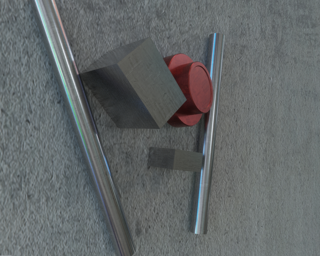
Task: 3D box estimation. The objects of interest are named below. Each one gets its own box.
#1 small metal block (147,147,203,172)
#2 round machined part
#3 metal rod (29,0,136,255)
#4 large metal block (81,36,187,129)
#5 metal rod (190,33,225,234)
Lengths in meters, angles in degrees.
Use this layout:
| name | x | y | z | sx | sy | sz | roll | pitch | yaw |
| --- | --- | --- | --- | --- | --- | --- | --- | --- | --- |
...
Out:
| name | x | y | z | sx | sy | sz | roll | pitch | yaw |
| --- | --- | --- | --- | --- | --- | --- | --- | --- | --- |
| small metal block | 0.020 | 0.041 | 0.407 | 0.050 | 0.050 | 0.025 | 12 | 83 | -40 |
| round machined part | 0.037 | -0.051 | 0.411 | 0.099 | 0.042 | 0.097 | 13 | 74 | -54 |
| metal rod | -0.079 | 0.009 | 0.339 | 0.025 | 0.025 | 0.298 | -25 | 106 | -37 |
| large metal block | -0.031 | -0.046 | 0.345 | 0.050 | 0.080 | 0.080 | -48 | 119 | -29 |
| metal rod | 0.073 | 0.005 | 0.468 | 0.025 | 0.025 | 0.298 | 11 | 83 | -40 |
